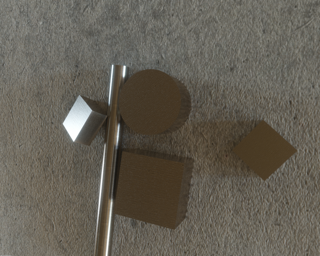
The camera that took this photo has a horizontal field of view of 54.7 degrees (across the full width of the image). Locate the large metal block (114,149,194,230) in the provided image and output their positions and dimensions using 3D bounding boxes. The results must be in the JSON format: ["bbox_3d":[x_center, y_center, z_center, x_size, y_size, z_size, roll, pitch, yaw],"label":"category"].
[{"bbox_3d":[-0.006,0.074,0.397,0.080,0.050,0.079,9,93,19],"label":"large metal block"}]

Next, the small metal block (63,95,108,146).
[{"bbox_3d":[-0.106,-0.011,0.434,0.050,0.025,0.050,-57,44,11],"label":"small metal block"}]

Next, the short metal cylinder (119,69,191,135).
[{"bbox_3d":[-0.005,-0.031,0.397,0.080,0.050,0.079,0,90,19],"label":"short metal cylinder"}]

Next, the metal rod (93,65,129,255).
[{"bbox_3d":[-0.070,0.063,0.432,0.025,0.025,0.298,6,92,19],"label":"metal rod"}]

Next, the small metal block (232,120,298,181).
[{"bbox_3d":[0.123,0.025,0.366,0.050,0.025,0.050,46,104,14],"label":"small metal block"}]
